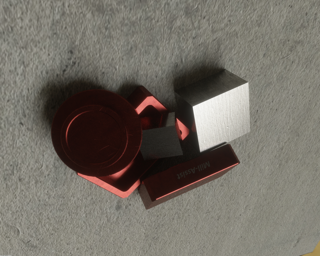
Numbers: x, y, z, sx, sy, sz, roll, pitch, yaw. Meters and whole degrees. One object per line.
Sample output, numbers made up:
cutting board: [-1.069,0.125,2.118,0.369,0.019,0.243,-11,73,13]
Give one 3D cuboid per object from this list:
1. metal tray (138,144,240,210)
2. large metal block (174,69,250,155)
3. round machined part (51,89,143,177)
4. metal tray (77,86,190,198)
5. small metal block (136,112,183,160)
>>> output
metal tray: [0.038,0.071,0.440,0.131,0.030,0.090,-21,163,-16]
large metal block: [0.072,-0.022,0.418,0.081,0.050,0.080,-24,127,-14]
round machined part: [-0.068,0.007,0.337,0.099,0.042,0.097,-1,99,-4]
metal tray: [-0.035,0.022,0.398,0.130,0.030,0.090,-46,129,4]
small metal block: [-0.001,0.011,0.385,0.050,0.025,0.050,-9,130,10]
